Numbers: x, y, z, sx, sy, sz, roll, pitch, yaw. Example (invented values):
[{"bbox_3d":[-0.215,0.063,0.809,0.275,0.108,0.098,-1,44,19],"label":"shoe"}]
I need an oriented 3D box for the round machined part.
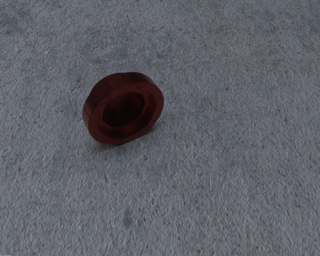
[{"bbox_3d":[-0.048,-0.028,0.380,0.099,0.098,0.042,-23,54,-18],"label":"round machined part"}]
